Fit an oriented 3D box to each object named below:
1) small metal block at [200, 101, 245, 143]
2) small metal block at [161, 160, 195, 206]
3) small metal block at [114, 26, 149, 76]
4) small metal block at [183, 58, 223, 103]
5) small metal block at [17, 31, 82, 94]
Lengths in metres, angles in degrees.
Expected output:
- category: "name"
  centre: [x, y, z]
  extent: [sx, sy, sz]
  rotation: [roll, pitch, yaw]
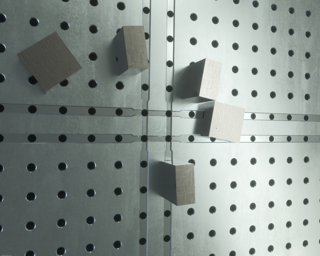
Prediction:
- category: "small metal block"
  centre: [0.090, -0.008, 0.446]
  extent: [0.050, 0.025, 0.050]
  rotation: [12, 86, -20]
- category: "small metal block"
  centre: [0.023, 0.070, 0.408]
  extent: [0.025, 0.050, 0.050]
  rotation: [-3, 91, -20]
- category: "small metal block"
  centre: [-0.036, -0.095, 0.386]
  extent: [0.025, 0.050, 0.050]
  rotation: [-8, 93, -20]
- category: "small metal block"
  centre: [0.057, -0.062, 0.420]
  extent: [0.025, 0.050, 0.050]
  rotation: [12, 86, -20]
- category: "small metal block"
  centre: [-0.129, -0.076, 0.365]
  extent: [0.050, 0.025, 0.050]
  rotation: [-38, 102, -16]
